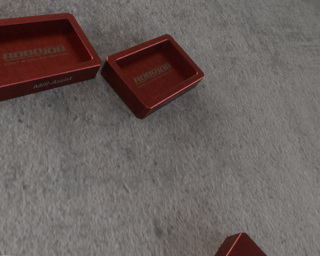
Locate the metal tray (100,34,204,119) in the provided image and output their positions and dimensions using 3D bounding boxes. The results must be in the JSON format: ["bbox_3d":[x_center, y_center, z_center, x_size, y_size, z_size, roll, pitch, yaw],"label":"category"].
[{"bbox_3d":[-0.007,-0.078,0.446,0.131,0.030,0.090,-34,81,-38],"label":"metal tray"}]

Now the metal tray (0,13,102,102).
[{"bbox_3d":[-0.149,-0.091,0.375,0.131,0.030,0.090,-23,74,-36],"label":"metal tray"}]

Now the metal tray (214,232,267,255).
[{"bbox_3d":[0.108,0.195,0.341,0.130,0.030,0.091,47,51,5],"label":"metal tray"}]
